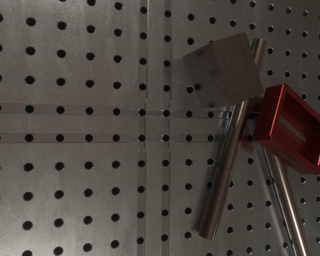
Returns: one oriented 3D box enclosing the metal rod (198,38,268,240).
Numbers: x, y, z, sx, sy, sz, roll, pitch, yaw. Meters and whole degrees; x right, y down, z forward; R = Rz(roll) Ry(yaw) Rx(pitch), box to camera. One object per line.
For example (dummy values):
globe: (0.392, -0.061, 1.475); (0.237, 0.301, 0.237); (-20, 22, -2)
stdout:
metal rod: (0.109, 0.012, 0.454); (0.025, 0.025, 0.299); (19, 84, -20)

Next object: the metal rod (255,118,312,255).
metal rod: (0.205, 0.125, 0.490); (0.025, 0.025, 0.298); (-21, 97, -19)

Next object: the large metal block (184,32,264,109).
large metal block: (0.083, -0.073, 0.415); (0.050, 0.080, 0.080); (-22, 98, -19)

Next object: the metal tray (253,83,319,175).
metal tray: (0.201, 0.005, 0.465); (0.131, 0.030, 0.090); (32, 68, -28)
